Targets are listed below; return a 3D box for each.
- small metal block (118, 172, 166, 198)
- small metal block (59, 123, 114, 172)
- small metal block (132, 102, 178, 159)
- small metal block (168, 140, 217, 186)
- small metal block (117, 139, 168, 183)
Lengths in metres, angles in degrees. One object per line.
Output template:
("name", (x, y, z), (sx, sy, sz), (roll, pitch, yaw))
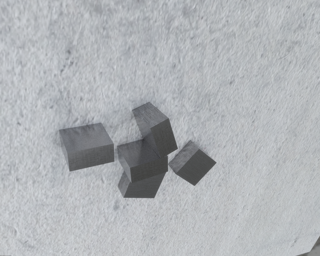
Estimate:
("small metal block", (-0.025, 0.072, 0.439), (0.050, 0.025, 0.050), (10, 114, -33))
("small metal block", (-0.085, 0.020, 0.358), (0.050, 0.050, 0.025), (-11, 123, -23))
("small metal block", (-0.006, 0.002, 0.389), (0.025, 0.050, 0.050), (-30, 129, -15))
("small metal block", (0.049, 0.054, 0.469), (0.050, 0.025, 0.050), (-48, 129, 5))
("small metal block", (-0.023, 0.040, 0.404), (0.050, 0.050, 0.025), (-15, 125, -20))
